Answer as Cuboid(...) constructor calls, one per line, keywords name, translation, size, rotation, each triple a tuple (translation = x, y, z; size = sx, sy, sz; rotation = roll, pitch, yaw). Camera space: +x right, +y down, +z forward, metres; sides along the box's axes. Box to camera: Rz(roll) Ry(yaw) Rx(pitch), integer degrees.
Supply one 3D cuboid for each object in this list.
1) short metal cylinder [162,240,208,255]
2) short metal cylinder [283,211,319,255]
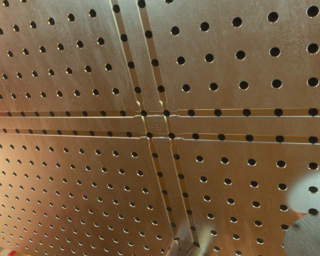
Cuboid(name="short metal cylinder", translation=(0.038, 0.237, 0.521), size=(0.080, 0.050, 0.079), rotation=(13, 124, 21))
Cuboid(name="short metal cylinder", translation=(0.195, 0.144, 0.362), size=(0.080, 0.080, 0.050), rotation=(-28, 103, 37))
